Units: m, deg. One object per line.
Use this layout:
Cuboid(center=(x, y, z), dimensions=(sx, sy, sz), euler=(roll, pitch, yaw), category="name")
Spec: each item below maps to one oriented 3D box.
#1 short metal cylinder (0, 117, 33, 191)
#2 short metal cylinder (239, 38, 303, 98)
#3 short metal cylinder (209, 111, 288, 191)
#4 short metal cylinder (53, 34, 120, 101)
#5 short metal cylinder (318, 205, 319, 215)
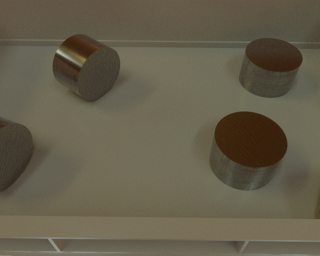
Cuboid(center=(-0.191, 0.026, 0.347), dimensions=(0.050, 0.080, 0.080), euler=(18, 53, 15), category="short metal cylinder")
Cuboid(center=(0.164, -0.091, 0.466), dimensions=(0.080, 0.050, 0.080), euler=(0, 50, 0), category="short metal cylinder")
Cuboid(center=(0.102, 0.026, 0.367), dimensions=(0.080, 0.050, 0.080), euler=(0, 50, 0), category="short metal cylinder")
Cuboid(center=(-0.103, -0.086, 0.441), dimensions=(0.050, 0.080, 0.080), euler=(32, 57, 23), category="short metal cylinder")
Cuboid(center=(0.205, 0.073, 0.302), dimensions=(0.080, 0.050, 0.080), euler=(13, 9, -2), category="short metal cylinder")
